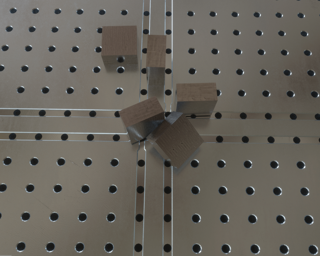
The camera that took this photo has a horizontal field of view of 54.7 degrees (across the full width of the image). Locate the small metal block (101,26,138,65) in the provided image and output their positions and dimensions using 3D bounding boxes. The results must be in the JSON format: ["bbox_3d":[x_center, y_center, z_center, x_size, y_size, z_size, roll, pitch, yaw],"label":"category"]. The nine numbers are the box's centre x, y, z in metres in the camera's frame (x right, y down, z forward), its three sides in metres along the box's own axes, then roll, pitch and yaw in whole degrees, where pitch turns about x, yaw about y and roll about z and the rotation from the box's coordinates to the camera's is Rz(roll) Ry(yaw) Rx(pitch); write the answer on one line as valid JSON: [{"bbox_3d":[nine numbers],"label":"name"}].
[{"bbox_3d":[-0.058,-0.122,0.456,0.050,0.025,0.050,-2,70,-1],"label":"small metal block"}]

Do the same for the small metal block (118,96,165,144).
[{"bbox_3d":[-0.022,-0.009,0.400,0.050,0.050,0.025,-24,65,-9],"label":"small metal block"}]

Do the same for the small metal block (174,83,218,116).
[{"bbox_3d":[0.046,-0.037,0.413,0.050,0.050,0.025,-2,70,-1],"label":"small metal block"}]

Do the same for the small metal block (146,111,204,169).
[{"bbox_3d":[0.020,0.015,0.393,0.050,0.025,0.050,-45,115,-15],"label":"small metal block"}]

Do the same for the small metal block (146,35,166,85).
[{"bbox_3d":[-0.005,-0.094,0.433,0.025,0.050,0.050,2,70,0],"label":"small metal block"}]
